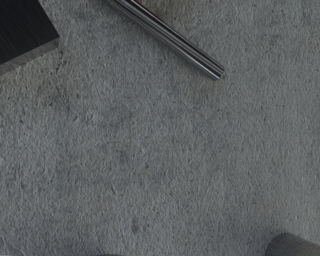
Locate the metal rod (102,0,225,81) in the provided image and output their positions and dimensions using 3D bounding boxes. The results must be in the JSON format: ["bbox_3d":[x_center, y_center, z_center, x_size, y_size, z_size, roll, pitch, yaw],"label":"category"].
[{"bbox_3d":[-0.039,-0.153,0.394,0.301,0.025,0.025,32,80,-17],"label":"metal rod"}]

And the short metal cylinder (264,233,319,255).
[{"bbox_3d":[0.208,0.208,0.473,0.081,0.050,0.079,0,90,-20],"label":"short metal cylinder"}]

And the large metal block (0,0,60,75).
[{"bbox_3d":[-0.167,-0.111,0.334,0.080,0.050,0.080,-33,101,-17],"label":"large metal block"}]
